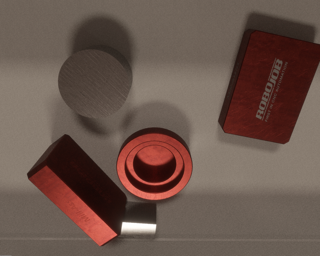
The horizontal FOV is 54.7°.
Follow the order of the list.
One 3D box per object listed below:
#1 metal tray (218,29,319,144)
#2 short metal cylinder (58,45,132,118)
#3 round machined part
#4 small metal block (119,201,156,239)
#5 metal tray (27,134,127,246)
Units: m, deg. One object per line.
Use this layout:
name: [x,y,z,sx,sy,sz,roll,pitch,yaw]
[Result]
metal tray: [0.136,-0.050,0.392,0.091,0.030,0.129,11,110,-5]
short metal cylinder: [-0.076,-0.057,0.376,0.081,0.050,0.079,0,110,-1]
round machined part: [-0.007,0.044,0.419,0.099,0.042,0.097,0,110,-1]
small metal block: [-0.031,0.132,0.446,0.050,0.050,0.025,5,110,-2]
metal tray: [-0.100,0.078,0.403,0.030,0.090,0.130,-36,107,12]
